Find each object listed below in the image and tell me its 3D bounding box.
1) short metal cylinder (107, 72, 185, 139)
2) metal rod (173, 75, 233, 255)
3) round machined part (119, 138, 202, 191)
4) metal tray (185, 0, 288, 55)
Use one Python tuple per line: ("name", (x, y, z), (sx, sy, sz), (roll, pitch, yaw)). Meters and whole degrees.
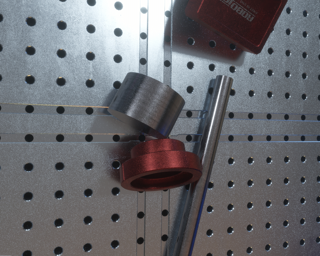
("short metal cylinder", (-0.016, -0.025, 0.378), (0.080, 0.080, 0.050), (30, 80, -18))
("metal rod", (0.057, 0.072, 0.435), (0.025, 0.025, 0.299), (16, 84, -20))
("round machined part", (0.000, 0.045, 0.381), (0.099, 0.098, 0.042), (1, 64, -21))
("metal tray", (0.106, -0.166, 0.416), (0.131, 0.030, 0.089), (17, 104, -36))
